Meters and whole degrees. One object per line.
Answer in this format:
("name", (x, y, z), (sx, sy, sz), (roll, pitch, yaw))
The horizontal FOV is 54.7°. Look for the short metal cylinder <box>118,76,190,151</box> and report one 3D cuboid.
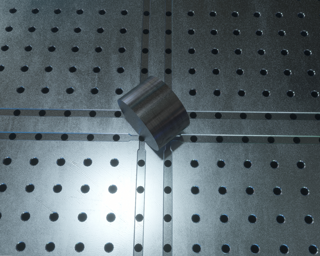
("short metal cylinder", (-0.008, -0.018, 0.388), (0.050, 0.080, 0.080), (-39, 75, -13))
